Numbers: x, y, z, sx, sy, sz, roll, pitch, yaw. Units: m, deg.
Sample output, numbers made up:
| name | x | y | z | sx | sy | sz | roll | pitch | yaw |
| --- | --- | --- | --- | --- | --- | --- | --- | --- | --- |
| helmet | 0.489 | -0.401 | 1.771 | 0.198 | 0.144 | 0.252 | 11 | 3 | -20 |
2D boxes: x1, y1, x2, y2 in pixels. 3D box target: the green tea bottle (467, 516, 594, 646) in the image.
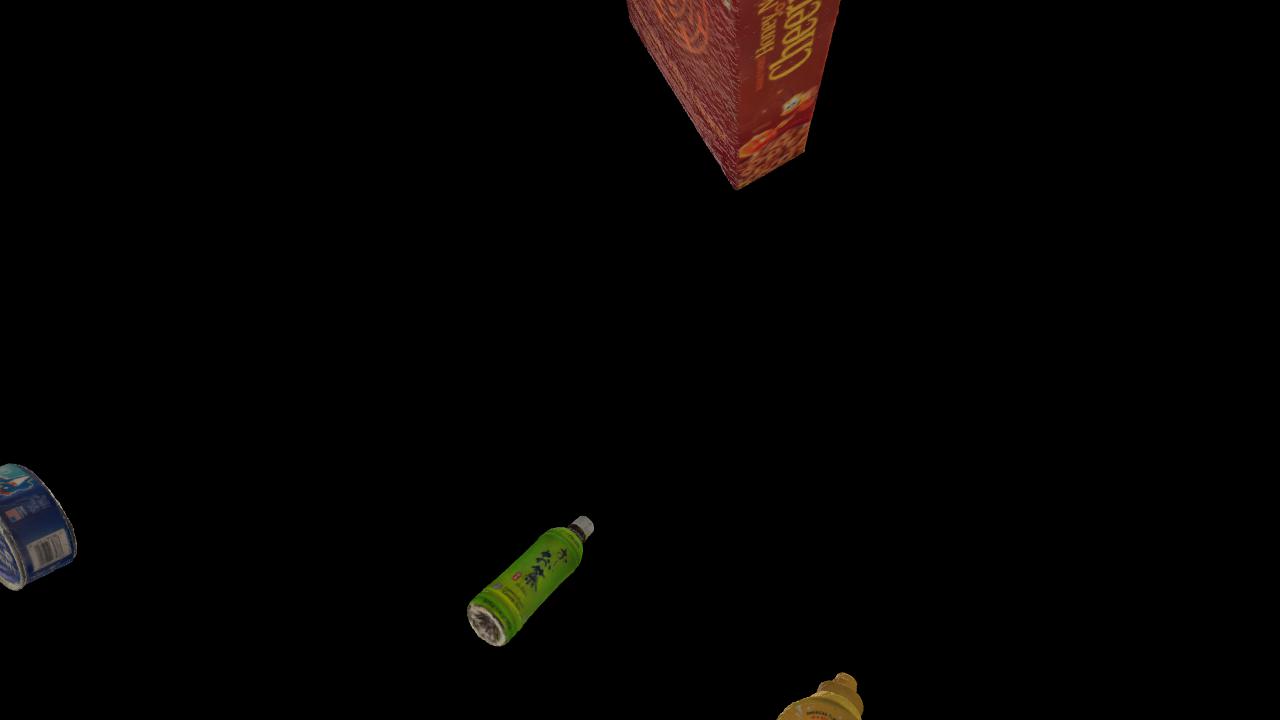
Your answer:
| name | x | y | z | sx | sy | sz | roll | pitch | yaw |
| --- | --- | --- | --- | --- | --- | --- | --- | --- | --- |
| green tea bottle | -0.135 | 0.283 | 0.829 | 0.073 | 0.073 | 0.212 | 0 | 25 | 34 |

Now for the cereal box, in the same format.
| name | x | y | z | sx | sy | sz | roll | pitch | yaw |
| --- | --- | --- | --- | --- | --- | --- | --- | --- | --- |
| cereal box | 0.044 | -0.264 | 0.397 | 0.081 | 0.203 | 0.306 | -29 | -11 | 4 |

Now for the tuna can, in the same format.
| name | x | y | z | sx | sy | sz | roll | pitch | yaw |
| --- | --- | --- | --- | --- | --- | --- | --- | --- | --- |
| tuna can | -0.438 | 0.116 | 0.430 | 0.084 | 0.084 | 0.034 | 0 | 19 | 27 |

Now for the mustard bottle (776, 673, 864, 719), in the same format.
| name | x | y | z | sx | sy | sz | roll | pitch | yaw |
| --- | --- | --- | --- | --- | --- | --- | --- | --- | --- |
| mustard bottle | 0.150 | 0.342 | 0.521 | 0.092 | 0.054 | 0.184 | -6 | 20 | 38 |
